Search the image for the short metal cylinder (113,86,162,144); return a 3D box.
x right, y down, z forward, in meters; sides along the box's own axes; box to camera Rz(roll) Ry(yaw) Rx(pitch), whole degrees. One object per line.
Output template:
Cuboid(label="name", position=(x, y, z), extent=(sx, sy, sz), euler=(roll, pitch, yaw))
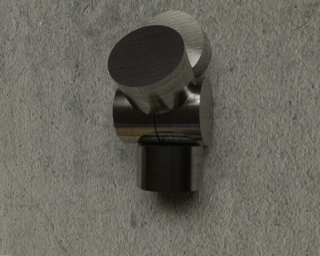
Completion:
Cuboid(label="short metal cylinder", position=(-0.017, -0.020, 0.387), extent=(0.050, 0.080, 0.079), euler=(1, 90, 19))

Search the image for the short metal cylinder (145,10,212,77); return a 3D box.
Cuboid(label="short metal cylinder", position=(0.020, -0.099, 0.390), extent=(0.080, 0.050, 0.079), euler=(0, 90, 19))

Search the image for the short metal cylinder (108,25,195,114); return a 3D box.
Cuboid(label="short metal cylinder", position=(-0.008, -0.061, 0.329), extent=(0.080, 0.050, 0.080), euler=(-8, 59, 14))

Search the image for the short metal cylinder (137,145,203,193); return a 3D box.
Cuboid(label="short metal cylinder", position=(0.012, 0.045, 0.376), extent=(0.080, 0.080, 0.050), euler=(0, 90, 19))

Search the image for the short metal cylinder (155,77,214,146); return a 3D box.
Cuboid(label="short metal cylinder", position=(0.032, -0.019, 0.369), extent=(0.050, 0.080, 0.079), euler=(0, 90, 20))
